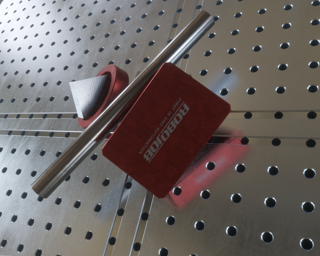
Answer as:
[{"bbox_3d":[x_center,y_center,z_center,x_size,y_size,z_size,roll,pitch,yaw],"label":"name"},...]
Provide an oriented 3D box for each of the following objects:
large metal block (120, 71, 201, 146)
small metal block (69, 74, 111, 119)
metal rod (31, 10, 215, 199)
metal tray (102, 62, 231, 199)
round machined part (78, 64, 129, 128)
[{"bbox_3d":[0.000,-0.025,0.406,0.080,0.050,0.080,9,66,32],"label":"large metal block"},{"bbox_3d":[-0.092,-0.045,0.430,0.050,0.050,0.025,-18,14,-27],"label":"small metal block"},{"bbox_3d":[-0.042,-0.033,0.384,0.300,0.025,0.025,-47,52,-5],"label":"metal rod"},{"bbox_3d":[0.007,0.003,0.355,0.090,0.030,0.130,37,96,7],"label":"metal tray"},{"bbox_3d":[-0.072,-0.037,0.439,0.098,0.042,0.098,-34,42,38],"label":"round machined part"}]
